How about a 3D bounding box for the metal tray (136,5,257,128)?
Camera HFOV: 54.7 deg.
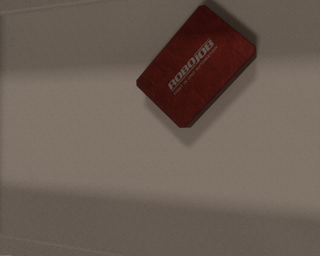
[{"bbox_3d":[0.044,-0.074,0.392,0.090,0.030,0.130,45,104,14],"label":"metal tray"}]
